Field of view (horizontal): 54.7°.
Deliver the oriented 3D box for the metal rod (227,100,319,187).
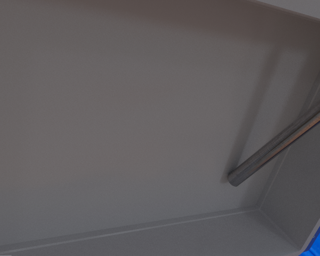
[{"bbox_3d":[0.203,-0.001,0.450,0.025,0.025,0.298,10,136,-33],"label":"metal rod"}]
